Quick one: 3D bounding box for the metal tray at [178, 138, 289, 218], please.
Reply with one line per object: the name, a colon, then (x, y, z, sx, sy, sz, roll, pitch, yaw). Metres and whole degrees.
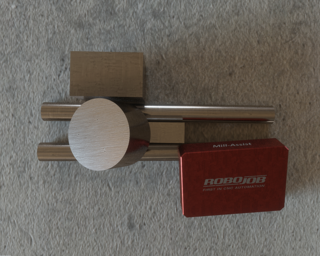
metal tray: (0.091, 0.063, 0.396, 0.131, 0.030, 0.089, -4, 108, -2)

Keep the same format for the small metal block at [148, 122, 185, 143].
small metal block: (0.004, 0.005, 0.398, 0.050, 0.050, 0.025, 1, 90, -1)

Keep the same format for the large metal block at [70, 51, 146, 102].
large metal block: (-0.060, -0.060, 0.383, 0.081, 0.080, 0.050, 1, 90, -1)

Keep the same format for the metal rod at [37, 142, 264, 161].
metal rod: (-0.007, 0.031, 0.411, 0.302, 0.025, 0.025, 0, 90, -1)

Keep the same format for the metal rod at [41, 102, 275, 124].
metal rod: (-0.002, -0.020, 0.411, 0.302, 0.025, 0.025, 1, 90, -1)

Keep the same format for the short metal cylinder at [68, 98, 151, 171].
short metal cylinder: (-0.058, 0.008, 0.362, 0.080, 0.050, 0.080, -1, 88, 23)
